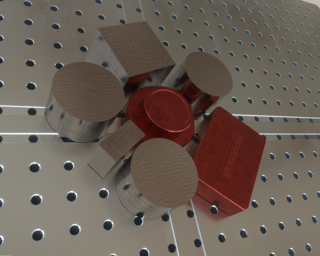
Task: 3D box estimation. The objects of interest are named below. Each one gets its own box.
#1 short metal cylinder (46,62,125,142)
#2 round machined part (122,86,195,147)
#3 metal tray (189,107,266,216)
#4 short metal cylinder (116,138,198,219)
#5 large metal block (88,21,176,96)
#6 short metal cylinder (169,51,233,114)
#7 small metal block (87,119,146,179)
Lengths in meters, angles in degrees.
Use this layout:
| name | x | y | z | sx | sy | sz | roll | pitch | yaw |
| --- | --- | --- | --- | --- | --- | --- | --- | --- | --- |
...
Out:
| name | x | y | z | sx | sy | sz | roll | pitch | yaw |
| --- | --- | --- | --- | --- | --- | --- | --- | --- | --- |
| short metal cylinder | -0.088 | -0.030 | 0.362 | 0.081 | 0.050 | 0.080 | 14 | 56 | -21 |
| round machined part | 0.003 | -0.016 | 0.407 | 0.099 | 0.042 | 0.098 | 14 | 56 | -21 |
| metal tray | 0.090 | 0.041 | 0.426 | 0.090 | 0.030 | 0.130 | 35 | 51 | -5 |
| short metal cylinder | -0.004 | 0.058 | 0.353 | 0.081 | 0.050 | 0.080 | 14 | 56 | -21 |
| large metal block | -0.039 | -0.096 | 0.430 | 0.081 | 0.050 | 0.080 | -24 | 75 | -36 |
| short metal cylinder | 0.061 | -0.067 | 0.465 | 0.081 | 0.050 | 0.080 | 14 | 56 | -21 |
| small metal block | -0.049 | 0.024 | 0.350 | 0.025 | 0.050 | 0.050 | 45 | 51 | 2 |
